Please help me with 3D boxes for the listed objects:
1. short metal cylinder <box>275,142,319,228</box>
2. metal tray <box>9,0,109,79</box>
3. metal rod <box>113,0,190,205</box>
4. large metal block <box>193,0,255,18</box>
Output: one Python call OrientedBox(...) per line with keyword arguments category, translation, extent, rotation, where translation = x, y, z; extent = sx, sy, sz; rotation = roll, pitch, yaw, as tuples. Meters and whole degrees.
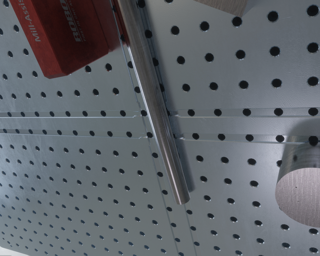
OrientedBox(category="short metal cylinder", translation=(0.173, 0.062, 0.343), extent=(0.080, 0.050, 0.079), rotation=(13, 124, 21))
OrientedBox(category="metal tray", translation=(-0.114, -0.131, 0.347), extent=(0.030, 0.090, 0.129), rotation=(-4, 117, 30))
OrientedBox(category="metal rod", translation=(-0.005, -0.026, 0.398), extent=(0.025, 0.025, 0.298), rotation=(-2, 118, 29))
OrientedBox(category="large metal block", translation=(0.054, -0.154, 0.271), extent=(0.080, 0.050, 0.079), rotation=(25, 127, 12))
